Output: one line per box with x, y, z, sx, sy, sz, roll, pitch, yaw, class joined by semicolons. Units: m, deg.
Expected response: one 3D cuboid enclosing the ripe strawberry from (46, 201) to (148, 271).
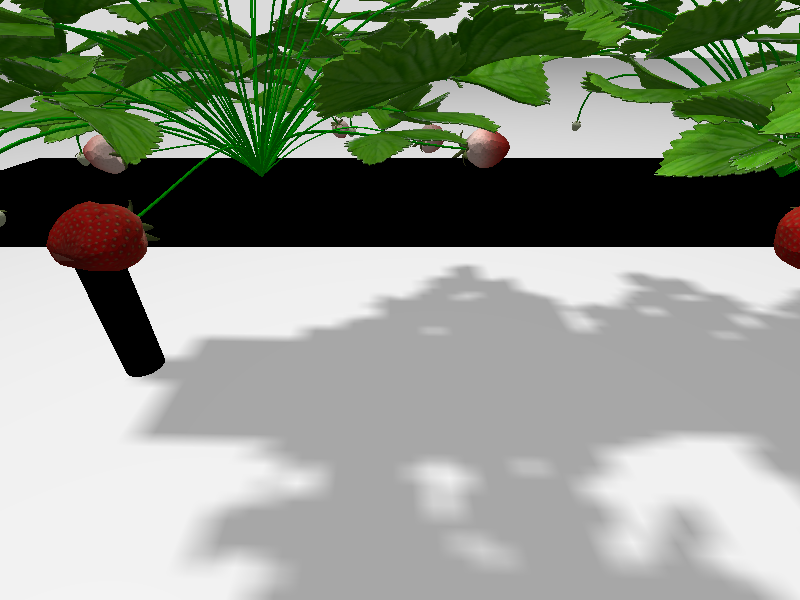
-0.144;-0.028;0.189;0.039;0.035;0.035;4;33;6;ripe strawberry

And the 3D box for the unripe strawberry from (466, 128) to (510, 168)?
0.078;-0.137;0.359;0.040;0.034;0.039;-4;33;-7;unripe strawberry

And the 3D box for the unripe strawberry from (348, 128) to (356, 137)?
-0.059;-0.202;0.481;0.011;0.011;0.010;11;34;17;unripe strawberry

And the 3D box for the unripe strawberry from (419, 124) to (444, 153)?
0.034;-0.167;0.412;0.027;0.029;0.025;-17;36;-25;unripe strawberry

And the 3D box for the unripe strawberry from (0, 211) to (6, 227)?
-0.241;-0.048;0.239;0.009;0.010;0.010;28;42;36;unripe strawberry

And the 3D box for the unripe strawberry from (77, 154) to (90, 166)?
-0.282;-0.126;0.357;0.010;0.011;0.011;4;33;6;unripe strawberry

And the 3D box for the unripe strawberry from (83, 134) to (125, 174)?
-0.259;-0.127;0.351;0.034;0.033;0.031;3;33;5;unripe strawberry

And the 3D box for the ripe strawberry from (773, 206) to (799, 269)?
0.205;-0.030;0.195;0.034;0.036;0.037;22;39;30;ripe strawberry

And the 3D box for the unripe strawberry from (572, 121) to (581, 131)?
0.210;-0.208;0.479;0.011;0.011;0.010;-21;38;-30;unripe strawberry
